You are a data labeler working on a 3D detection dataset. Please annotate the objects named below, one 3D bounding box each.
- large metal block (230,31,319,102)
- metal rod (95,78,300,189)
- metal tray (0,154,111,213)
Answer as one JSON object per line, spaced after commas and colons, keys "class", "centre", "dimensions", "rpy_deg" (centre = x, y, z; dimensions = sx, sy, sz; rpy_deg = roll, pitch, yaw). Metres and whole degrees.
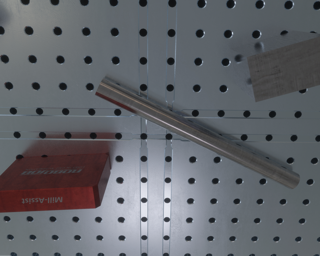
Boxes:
{"class": "large metal block", "centre": [0.134, -0.074, 0.358], "dimensions": [0.080, 0.080, 0.050], "rpy_deg": [-15, 110, 5]}
{"class": "metal rod", "centre": [0.057, 0.012, 0.418], "dimensions": [0.301, 0.025, 0.025], "rpy_deg": [26, 108, -10]}
{"class": "metal tray", "centre": [-0.137, 0.069, 0.402], "dimensions": [0.131, 0.090, 0.030], "rpy_deg": [-3, 110, 1]}
